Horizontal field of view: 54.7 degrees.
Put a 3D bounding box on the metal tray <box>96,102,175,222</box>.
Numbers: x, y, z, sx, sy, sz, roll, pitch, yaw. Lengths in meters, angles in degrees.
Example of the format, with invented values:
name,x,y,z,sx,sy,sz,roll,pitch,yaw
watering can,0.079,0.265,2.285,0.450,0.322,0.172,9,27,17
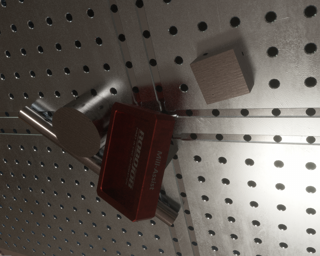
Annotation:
name,x,y,z,sx,sy,sz,roll,pitch,yaw
metal tray,-0.034,0.039,0.391,0.090,0.030,0.129,20,101,46

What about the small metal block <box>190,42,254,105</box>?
name,x,y,z,sx,sy,sz,roll,pitch,yaw
small metal block,0.068,-0.058,0.339,0.050,0.025,0.050,-14,111,33

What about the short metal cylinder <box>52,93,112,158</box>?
name,x,y,z,sx,sy,sz,roll,pitch,yaw
short metal cylinder,-0.106,-0.004,0.446,0.080,0.050,0.079,13,124,20

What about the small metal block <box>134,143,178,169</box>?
name,x,y,z,sx,sy,sz,roll,pitch,yaw
small metal block,-0.009,0.046,0.426,0.025,0.050,0.050,48,129,-6

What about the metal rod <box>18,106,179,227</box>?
name,x,y,z,sx,sy,sz,roll,pitch,yaw
metal rod,-0.101,0.059,0.498,0.301,0.025,0.025,35,129,4
